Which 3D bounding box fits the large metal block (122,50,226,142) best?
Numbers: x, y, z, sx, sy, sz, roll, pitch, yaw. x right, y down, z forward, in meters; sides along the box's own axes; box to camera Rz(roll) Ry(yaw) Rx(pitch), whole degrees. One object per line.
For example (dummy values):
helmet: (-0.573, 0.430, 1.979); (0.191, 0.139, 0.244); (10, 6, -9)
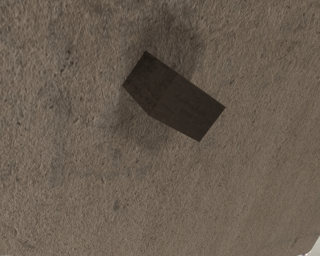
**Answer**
large metal block: (0.014, -0.037, 0.358); (0.080, 0.080, 0.050); (27, 103, -38)
